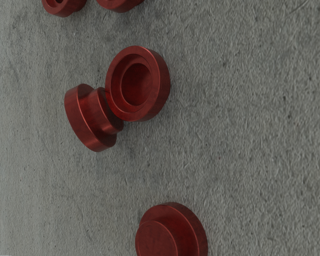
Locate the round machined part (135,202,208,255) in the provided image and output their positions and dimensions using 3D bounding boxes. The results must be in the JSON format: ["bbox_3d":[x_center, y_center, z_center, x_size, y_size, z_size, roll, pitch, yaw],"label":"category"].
[{"bbox_3d":[0.007,0.146,0.388,0.098,0.042,0.097,0,90,40],"label":"round machined part"}]

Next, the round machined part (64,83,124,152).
[{"bbox_3d":[-0.086,-0.019,0.435,0.042,0.098,0.098,-24,74,13],"label":"round machined part"}]

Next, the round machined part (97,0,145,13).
[{"bbox_3d":[-0.047,-0.210,0.433,0.098,0.042,0.097,0,90,40],"label":"round machined part"}]

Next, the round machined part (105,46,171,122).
[{"bbox_3d":[-0.025,-0.057,0.414,0.098,0.042,0.097,-1,89,39],"label":"round machined part"}]

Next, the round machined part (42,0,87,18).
[{"bbox_3d":[-0.156,-0.236,0.523,0.098,0.042,0.097,0,90,40],"label":"round machined part"}]
